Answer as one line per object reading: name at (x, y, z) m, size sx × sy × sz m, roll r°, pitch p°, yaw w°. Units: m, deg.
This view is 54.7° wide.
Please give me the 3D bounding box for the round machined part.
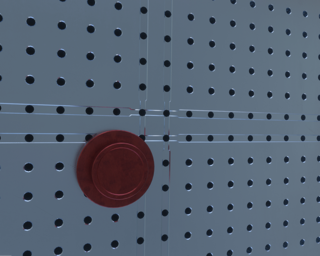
round machined part at (-0.053, 0.051, 0.385) m, size 0.099 × 0.042 × 0.097 m, roll 0°, pitch 90°, yaw -21°
